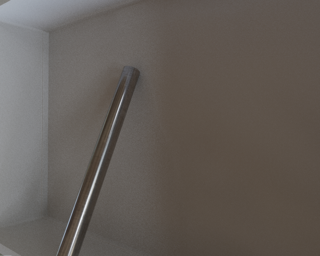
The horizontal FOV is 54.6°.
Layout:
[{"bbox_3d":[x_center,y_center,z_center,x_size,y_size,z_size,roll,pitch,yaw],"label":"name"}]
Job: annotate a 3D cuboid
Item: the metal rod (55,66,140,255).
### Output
[{"bbox_3d":[-0.080,0.053,0.394,0.025,0.025,0.300,-1,64,40],"label":"metal rod"}]
